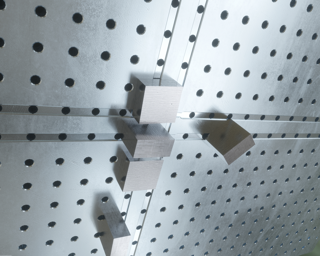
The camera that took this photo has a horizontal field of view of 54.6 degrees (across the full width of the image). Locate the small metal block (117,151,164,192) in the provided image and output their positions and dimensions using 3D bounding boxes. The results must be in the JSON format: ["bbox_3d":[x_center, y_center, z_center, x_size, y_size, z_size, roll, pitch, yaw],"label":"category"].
[{"bbox_3d":[-0.028,0.060,0.432,0.050,0.025,0.050,1,118,-29],"label":"small metal block"}]

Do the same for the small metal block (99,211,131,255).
[{"bbox_3d":[-0.067,0.160,0.457,0.025,0.050,0.050,-1,119,-28],"label":"small metal block"}]

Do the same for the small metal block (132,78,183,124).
[{"bbox_3d":[-0.004,-0.033,0.388,0.050,0.025,0.050,-3,120,-27],"label":"small metal block"}]

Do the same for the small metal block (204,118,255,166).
[{"bbox_3d":[0.103,0.020,0.463,0.050,0.050,0.025,-38,129,-3],"label":"small metal block"}]

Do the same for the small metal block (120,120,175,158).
[{"bbox_3d":[-0.017,0.013,0.393,0.050,0.050,0.025,1,118,-29],"label":"small metal block"}]
